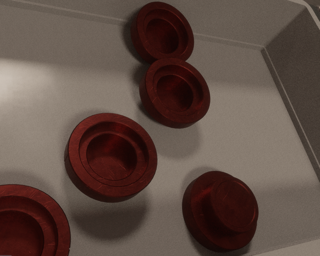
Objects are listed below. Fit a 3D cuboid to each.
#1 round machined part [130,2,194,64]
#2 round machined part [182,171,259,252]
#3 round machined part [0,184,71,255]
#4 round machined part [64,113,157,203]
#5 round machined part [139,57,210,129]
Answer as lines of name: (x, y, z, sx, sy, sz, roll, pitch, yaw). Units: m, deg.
round machined part: (0.000, -0.135, 0.467, 0.099, 0.042, 0.098, 8, 75, -30)
round machined part: (0.080, 0.098, 0.380, 0.099, 0.042, 0.098, 14, 56, -21)
round machined part: (-0.130, 0.101, 0.263, 0.099, 0.042, 0.098, 14, 56, -21)
round machined part: (-0.056, 0.035, 0.344, 0.099, 0.042, 0.098, 14, 56, -21)
round machined part: (0.017, -0.044, 0.427, 0.099, 0.042, 0.098, 10, 65, -23)
